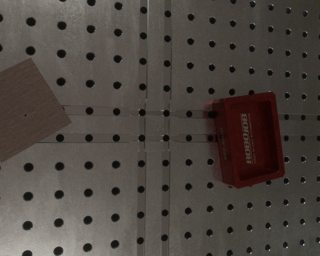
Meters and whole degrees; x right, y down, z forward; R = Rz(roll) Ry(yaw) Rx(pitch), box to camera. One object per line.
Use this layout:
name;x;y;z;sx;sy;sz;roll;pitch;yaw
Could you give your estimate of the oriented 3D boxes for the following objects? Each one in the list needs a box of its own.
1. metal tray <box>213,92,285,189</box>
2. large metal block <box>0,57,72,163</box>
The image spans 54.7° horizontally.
metal tray;0.133;0.016;0.460;0.091;0.030;0.129;-9;93;-20
large metal block;-0.156;-0.019;0.342;0.080;0.050;0.080;-33;101;-17
